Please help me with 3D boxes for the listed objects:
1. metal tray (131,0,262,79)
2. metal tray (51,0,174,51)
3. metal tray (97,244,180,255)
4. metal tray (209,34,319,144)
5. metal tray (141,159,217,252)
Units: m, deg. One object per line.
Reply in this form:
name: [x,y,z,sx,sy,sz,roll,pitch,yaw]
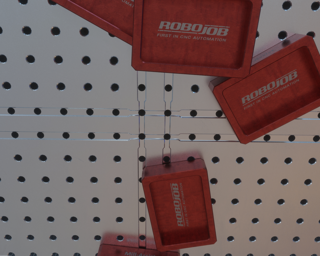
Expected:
metal tray: [0.037,-0.106,0.339,0.131,0.030,0.089,4,110,-2]
metal tray: [-0.051,-0.158,0.351,0.131,0.030,0.090,28,108,-10]
metal tray: [-0.038,0.240,0.498,0.131,0.030,0.089,8,110,-4]
metal tray: [0.141,-0.048,0.395,0.130,0.030,0.090,-29,108,9]
metal tray: [0.029,0.115,0.453,0.091,0.030,0.129,-9,110,3]
